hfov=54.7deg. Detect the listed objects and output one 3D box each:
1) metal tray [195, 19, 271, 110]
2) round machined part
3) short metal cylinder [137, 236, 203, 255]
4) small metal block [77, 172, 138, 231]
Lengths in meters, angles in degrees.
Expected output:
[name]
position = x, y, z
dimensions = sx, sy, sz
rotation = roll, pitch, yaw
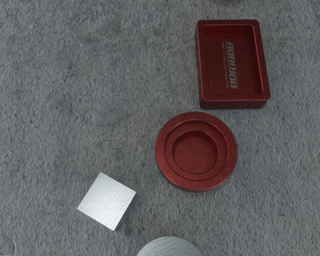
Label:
[metal tray]
position = 0.099, -0.092, 0.440
dimensions = 0.091, 0.030, 0.130
rotation = -1, 70, -1
[round machined part]
position = 0.043, 0.032, 0.388
dimensions = 0.099, 0.042, 0.098
rotation = 0, 70, -1
[short metal cylinder]
position = 0.010, 0.160, 0.336
dimensions = 0.081, 0.050, 0.080
rotation = 0, 70, 0
[small metal block]
position = -0.062, 0.089, 0.375
dimensions = 0.050, 0.025, 0.050
rotation = 28, 72, 9
